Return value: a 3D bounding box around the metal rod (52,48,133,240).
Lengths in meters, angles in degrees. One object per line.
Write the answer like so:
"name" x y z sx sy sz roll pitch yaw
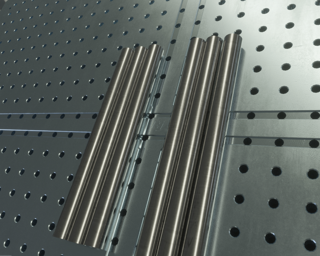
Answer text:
"metal rod" -0.087 0.007 0.450 0.025 0.025 0.300 1 62 29

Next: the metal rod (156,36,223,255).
"metal rod" 0.042 0.009 0.381 0.025 0.025 0.300 1 62 29

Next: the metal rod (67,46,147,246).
"metal rod" -0.064 0.008 0.437 0.025 0.025 0.300 1 62 29

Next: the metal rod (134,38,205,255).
"metal rod" 0.021 0.008 0.393 0.025 0.025 0.300 1 62 29

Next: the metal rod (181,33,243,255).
"metal rod" 0.066 0.009 0.368 0.025 0.025 0.300 1 62 29

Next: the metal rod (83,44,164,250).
"metal rod" -0.042 0.008 0.426 0.025 0.025 0.300 1 62 29
